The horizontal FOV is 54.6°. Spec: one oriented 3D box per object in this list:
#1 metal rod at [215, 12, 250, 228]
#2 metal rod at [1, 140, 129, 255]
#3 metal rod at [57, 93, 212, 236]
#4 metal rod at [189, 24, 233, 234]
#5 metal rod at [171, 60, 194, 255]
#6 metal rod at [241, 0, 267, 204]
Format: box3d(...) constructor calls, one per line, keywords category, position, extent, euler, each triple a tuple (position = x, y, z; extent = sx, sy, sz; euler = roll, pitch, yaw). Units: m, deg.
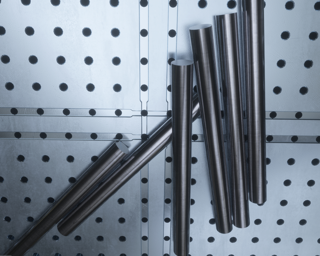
box3d(category="metal rod", position=(0.100, 0.004, 0.415), extent=(0.025, 0.025, 0.298), euler=(-8, 110, 3))
box3d(category="metal rod", position=(-0.155, 0.127, 0.458), extent=(0.025, 0.025, 0.299), euler=(42, 105, -14))
box3d(category="metal rod", position=(-0.039, 0.053, 0.432), extent=(0.025, 0.025, 0.299), euler=(43, 104, -14))
box3d(category="metal rod", position=(0.071, 0.021, 0.401), extent=(0.025, 0.025, 0.298), euler=(-10, 117, 4))
box3d(category="metal rod", position=(0.029, 0.059, 0.415), extent=(0.025, 0.025, 0.298), euler=(-2, 117, 0))
box3d(category="metal rod", position=(0.123, -0.035, 0.401), extent=(0.025, 0.025, 0.298), euler=(-7, 110, 2))
